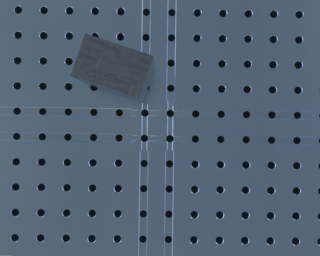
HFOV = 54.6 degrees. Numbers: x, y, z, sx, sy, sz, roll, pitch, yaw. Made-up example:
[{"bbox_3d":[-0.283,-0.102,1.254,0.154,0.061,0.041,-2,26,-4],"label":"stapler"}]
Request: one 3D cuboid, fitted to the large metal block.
[{"bbox_3d":[-0.053,-0.070,0.386,0.080,0.080,0.050,18,90,0],"label":"large metal block"}]
